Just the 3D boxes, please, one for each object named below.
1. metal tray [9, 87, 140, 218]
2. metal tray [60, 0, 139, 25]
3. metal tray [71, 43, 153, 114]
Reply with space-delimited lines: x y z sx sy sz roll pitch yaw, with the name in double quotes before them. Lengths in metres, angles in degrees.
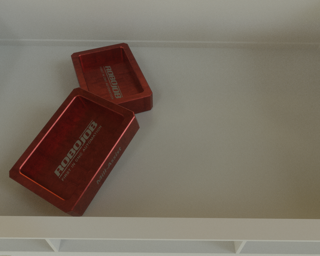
"metal tray" -0.095 0.024 0.358 0.090 0.030 0.130 25 69 19
"metal tray" -0.118 -0.251 0.613 0.131 0.030 0.090 16 52 12
"metal tray" -0.074 -0.071 0.460 0.091 0.030 0.130 -16 52 -13
